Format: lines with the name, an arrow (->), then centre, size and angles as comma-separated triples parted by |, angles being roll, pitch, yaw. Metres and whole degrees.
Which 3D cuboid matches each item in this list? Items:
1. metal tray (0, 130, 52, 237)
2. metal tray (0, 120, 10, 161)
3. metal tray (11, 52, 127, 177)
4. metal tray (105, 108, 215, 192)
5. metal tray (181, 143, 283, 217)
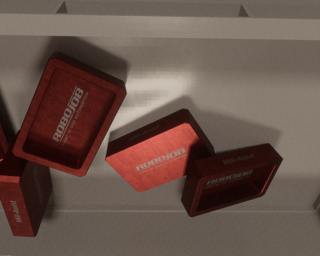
metal tray -> -0.183, 0.078, 0.430 | 0.030, 0.090, 0.129 | 5, 130, -4
metal tray -> -0.244, 0.002, 0.376 | 0.091, 0.030, 0.129 | -21, 135, -24
metal tray -> -0.107, -0.012, 0.369 | 0.091, 0.030, 0.129 | 23, 109, -19
metal tray -> 0.001, 0.036, 0.437 | 0.130, 0.030, 0.090 | -24, 126, 19
metal tray -> 0.100, 0.074, 0.440 | 0.131, 0.030, 0.089 | -10, 134, -20
